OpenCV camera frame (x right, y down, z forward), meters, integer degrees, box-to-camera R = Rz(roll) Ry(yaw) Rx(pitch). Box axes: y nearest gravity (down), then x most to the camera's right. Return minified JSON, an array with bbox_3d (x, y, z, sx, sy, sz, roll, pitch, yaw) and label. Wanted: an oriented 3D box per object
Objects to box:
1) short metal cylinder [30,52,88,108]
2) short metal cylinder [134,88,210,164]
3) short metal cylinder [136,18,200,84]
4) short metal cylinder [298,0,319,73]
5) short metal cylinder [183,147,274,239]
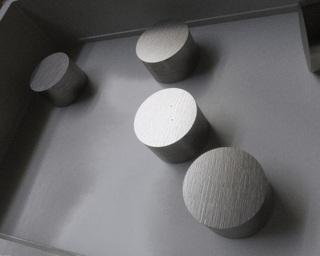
[{"bbox_3d":[-0.173,-0.082,0.531,0.080,0.050,0.080,-13,56,21],"label":"short metal cylinder"},{"bbox_3d":[0.015,-0.002,0.383,0.080,0.050,0.080,-13,56,21],"label":"short metal cylinder"},{"bbox_3d":[0.012,-0.112,0.452,0.080,0.050,0.080,-13,56,21],"label":"short metal cylinder"},{"bbox_3d":[0.185,-0.106,0.338,0.050,0.080,0.080,-11,57,23],"label":"short metal cylinder"},{"bbox_3d":[0.070,0.066,0.313,0.080,0.050,0.080,-13,56,21],"label":"short metal cylinder"}]
